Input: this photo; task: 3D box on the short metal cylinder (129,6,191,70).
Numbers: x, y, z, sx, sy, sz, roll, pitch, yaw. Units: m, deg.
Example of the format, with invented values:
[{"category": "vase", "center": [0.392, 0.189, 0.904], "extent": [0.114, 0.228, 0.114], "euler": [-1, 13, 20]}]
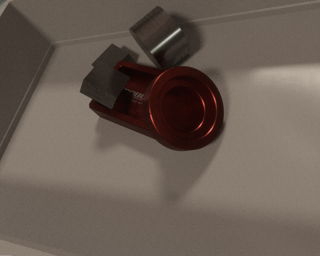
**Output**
[{"category": "short metal cylinder", "center": [0.000, -0.126, 0.446], "extent": [0.050, 0.080, 0.080], "euler": [-39, 51, 2]}]

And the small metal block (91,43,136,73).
[{"category": "small metal block", "center": [-0.076, -0.105, 0.508], "extent": [0.050, 0.025, 0.050], "euler": [-47, 52, -6]}]

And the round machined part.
[{"category": "round machined part", "center": [0.024, -0.021, 0.371], "extent": [0.042, 0.098, 0.098], "euler": [-17, 45, 63]}]

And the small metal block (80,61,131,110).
[{"category": "small metal block", "center": [-0.077, -0.061, 0.438], "extent": [0.050, 0.025, 0.050], "euler": [29, 46, -4]}]

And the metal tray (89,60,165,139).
[{"category": "metal tray", "center": [-0.029, -0.043, 0.442], "extent": [0.130, 0.030, 0.090], "euler": [21, 72, 35]}]
